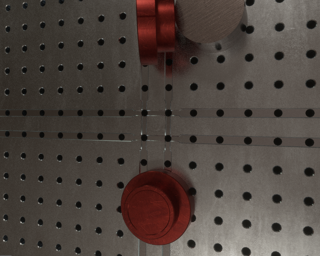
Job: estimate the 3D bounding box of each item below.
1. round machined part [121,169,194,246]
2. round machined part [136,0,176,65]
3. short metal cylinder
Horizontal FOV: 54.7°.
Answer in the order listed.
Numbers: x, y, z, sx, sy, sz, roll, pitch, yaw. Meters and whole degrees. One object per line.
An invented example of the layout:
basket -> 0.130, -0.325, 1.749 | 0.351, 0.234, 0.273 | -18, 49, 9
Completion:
round machined part -> -0.008, 0.105, 0.405 | 0.098, 0.042, 0.097 | 0, 90, 19
round machined part -> -0.004, -0.127, 0.378 | 0.042, 0.098, 0.097 | -2, 89, 0
short metal cylinder -> 0.063, -0.137, 0.377 | 0.080, 0.050, 0.079 | 0, 90, 19
